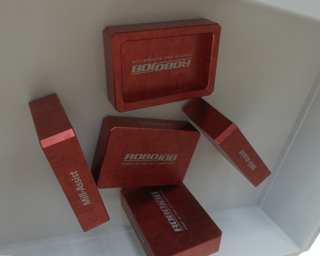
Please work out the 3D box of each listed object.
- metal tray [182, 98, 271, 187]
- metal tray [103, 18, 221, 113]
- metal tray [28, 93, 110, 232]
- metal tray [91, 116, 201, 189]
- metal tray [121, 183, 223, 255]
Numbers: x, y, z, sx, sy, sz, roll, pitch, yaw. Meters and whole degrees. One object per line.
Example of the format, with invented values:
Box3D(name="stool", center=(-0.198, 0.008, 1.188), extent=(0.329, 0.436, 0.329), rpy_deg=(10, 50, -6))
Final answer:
Box3D(name="metal tray", center=(0.093, 0.019, 0.428), extent=(0.030, 0.090, 0.130), rpy_deg=(-44, 130, 3))
Box3D(name="metal tray", center=(0.004, -0.074, 0.361), extent=(0.131, 0.030, 0.089), rpy_deg=(-13, 124, -22))
Box3D(name="metal tray", center=(-0.097, 0.038, 0.335), extent=(0.030, 0.090, 0.129), rpy_deg=(-23, 128, -16))
Box3D(name="metal tray", center=(-0.018, 0.034, 0.414), extent=(0.131, 0.030, 0.089), rpy_deg=(3, 117, -30))
Box3D(name="metal tray", center=(0.010, 0.121, 0.419), extent=(0.091, 0.130, 0.030), rpy_deg=(-12, 124, -23))
